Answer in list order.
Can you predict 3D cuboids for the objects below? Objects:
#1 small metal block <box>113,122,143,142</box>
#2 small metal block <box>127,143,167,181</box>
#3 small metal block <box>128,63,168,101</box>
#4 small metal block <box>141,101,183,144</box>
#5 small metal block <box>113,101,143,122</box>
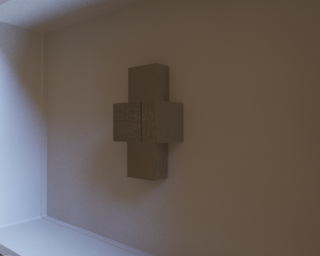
[{"bbox_3d":[-0.026,0.005,0.410,0.050,0.050,0.025,0,90,40],"label":"small metal block"},{"bbox_3d":[-0.018,0.043,0.419,0.050,0.025,0.050,0,90,40],"label":"small metal block"},{"bbox_3d":[-0.016,-0.058,0.418,0.050,0.025,0.050,0,90,40],"label":"small metal block"},{"bbox_3d":[0.003,-0.007,0.386,0.025,0.050,0.050,0,90,40],"label":"small metal block"},{"bbox_3d":[-0.026,-0.020,0.410,0.050,0.050,0.025,0,90,40],"label":"small metal block"}]
